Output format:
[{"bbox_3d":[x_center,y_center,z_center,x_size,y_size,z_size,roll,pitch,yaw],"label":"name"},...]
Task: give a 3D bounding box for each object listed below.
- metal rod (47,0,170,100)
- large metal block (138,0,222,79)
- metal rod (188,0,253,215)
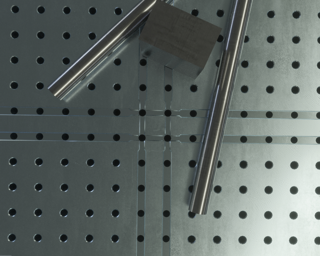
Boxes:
[{"bbox_3d":[-0.030,-0.148,0.412,0.300,0.025,0.025,-43,91,-1],"label":"metal rod"},{"bbox_3d":[0.023,-0.106,0.386,0.080,0.080,0.050,24,90,-1],"label":"large metal block"},{"bbox_3d":[0.082,-0.034,0.414,0.025,0.025,0.298,12,90,-1],"label":"metal rod"}]
